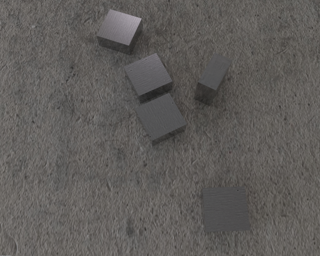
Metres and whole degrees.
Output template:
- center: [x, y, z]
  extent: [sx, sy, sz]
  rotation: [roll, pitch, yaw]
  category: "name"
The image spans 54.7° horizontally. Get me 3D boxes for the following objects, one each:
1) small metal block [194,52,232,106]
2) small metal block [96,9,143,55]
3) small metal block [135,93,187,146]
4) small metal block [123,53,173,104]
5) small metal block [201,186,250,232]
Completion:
- center: [0.071, -0.065, 0.419]
  extent: [0.025, 0.050, 0.050]
  rotation: [27, 72, 9]
  category: "small metal block"
- center: [-0.059, -0.142, 0.459]
  extent: [0.050, 0.025, 0.050]
  rotation: [19, 71, 6]
  category: "small metal block"
- center: [0.001, -0.011, 0.412]
  extent: [0.050, 0.025, 0.050]
  rotation: [-25, 72, -9]
  category: "small metal block"
- center: [-0.016, -0.070, 0.433]
  extent: [0.050, 0.025, 0.050]
  rotation: [-25, 72, -9]
  category: "small metal block"
- center: [0.077, 0.098, 0.373]
  extent: [0.050, 0.025, 0.050]
  rotation: [-2, 70, -1]
  category: "small metal block"
